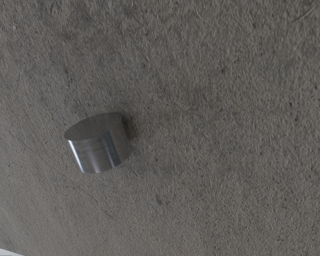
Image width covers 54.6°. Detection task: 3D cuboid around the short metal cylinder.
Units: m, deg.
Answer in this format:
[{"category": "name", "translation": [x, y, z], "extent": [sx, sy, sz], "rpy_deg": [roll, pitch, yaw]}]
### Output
[{"category": "short metal cylinder", "translation": [-0.084, 0.019, 0.428], "extent": [0.080, 0.080, 0.050], "rpy_deg": [-2, 118, 29]}]
